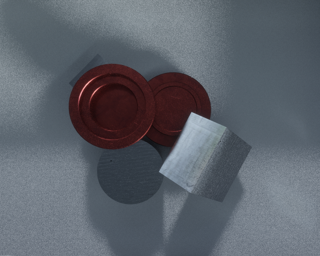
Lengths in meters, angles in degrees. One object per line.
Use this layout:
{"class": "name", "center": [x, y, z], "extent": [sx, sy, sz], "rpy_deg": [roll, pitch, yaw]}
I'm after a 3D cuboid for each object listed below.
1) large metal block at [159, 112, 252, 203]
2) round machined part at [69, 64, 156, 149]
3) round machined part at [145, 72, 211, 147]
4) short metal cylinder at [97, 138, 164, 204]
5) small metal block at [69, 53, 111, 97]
{"class": "large metal block", "center": [0.058, 0.038, 0.376], "extent": [0.050, 0.080, 0.080], "rpy_deg": [28, 89, 40]}
{"class": "round machined part", "center": [-0.054, -0.025, 0.371], "extent": [0.099, 0.042, 0.097], "rpy_deg": [0, 90, -1]}
{"class": "round machined part", "center": [0.017, -0.024, 0.400], "extent": [0.099, 0.042, 0.097], "rpy_deg": [0, 90, -1]}
{"class": "short metal cylinder", "center": [-0.035, 0.052, 0.397], "extent": [0.081, 0.050, 0.079], "rpy_deg": [0, 90, -1]}
{"class": "small metal block", "center": [-0.083, -0.063, 0.396], "extent": [0.025, 0.050, 0.050], "rpy_deg": [44, 90, -1]}
